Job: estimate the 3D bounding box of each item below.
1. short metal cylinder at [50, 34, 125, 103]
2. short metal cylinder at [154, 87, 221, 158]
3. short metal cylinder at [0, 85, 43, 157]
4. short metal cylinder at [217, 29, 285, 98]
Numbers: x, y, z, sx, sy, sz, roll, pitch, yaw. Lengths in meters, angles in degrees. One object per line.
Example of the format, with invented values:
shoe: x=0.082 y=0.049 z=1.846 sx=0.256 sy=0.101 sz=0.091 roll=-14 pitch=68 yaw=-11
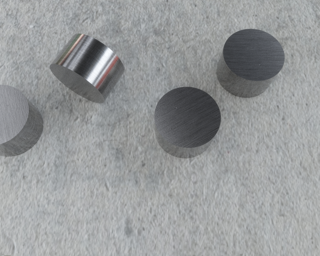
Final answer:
short metal cylinder: x=-0.094 y=-0.076 z=0.406 sx=0.080 sy=0.080 sz=0.050 roll=27 pitch=72 yaw=9
short metal cylinder: x=0.033 y=-0.006 z=0.397 sx=0.081 sy=0.050 sz=0.080 roll=0 pitch=70 yaw=0
short metal cylinder: x=-0.199 y=-0.008 z=0.395 sx=0.081 sy=0.050 sz=0.080 roll=0 pitch=70 yaw=0
short metal cylinder: x=0.123 y=-0.089 z=0.429 sx=0.081 sy=0.050 sz=0.080 roll=0 pitch=70 yaw=0
